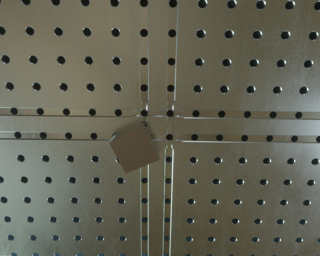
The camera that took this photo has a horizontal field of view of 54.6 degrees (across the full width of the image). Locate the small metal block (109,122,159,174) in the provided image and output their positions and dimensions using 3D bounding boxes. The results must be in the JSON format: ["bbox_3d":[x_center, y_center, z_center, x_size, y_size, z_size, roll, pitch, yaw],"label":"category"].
[{"bbox_3d":[-0.034,0.027,0.423,0.050,0.025,0.050,-23,109,8],"label":"small metal block"}]
